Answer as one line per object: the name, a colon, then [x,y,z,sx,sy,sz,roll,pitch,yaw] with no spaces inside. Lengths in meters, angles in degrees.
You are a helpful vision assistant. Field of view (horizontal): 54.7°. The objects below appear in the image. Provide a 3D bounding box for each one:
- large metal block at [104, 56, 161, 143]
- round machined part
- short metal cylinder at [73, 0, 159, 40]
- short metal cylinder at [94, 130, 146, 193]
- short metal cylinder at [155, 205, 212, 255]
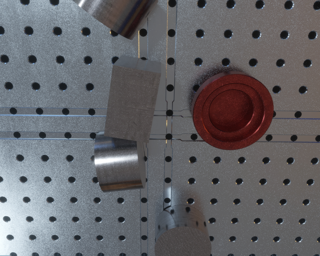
large metal block: [-0.031,-0.038,0.370,0.050,0.080,0.079,9,110,-4]
round machined part: [0.089,-0.024,0.396,0.099,0.042,0.097,0,110,0]
short metal cylinder: [-0.049,-0.140,0.332,0.080,0.080,0.050,34,107,-12]
short metal cylinder: [-0.049,0.040,0.398,0.050,0.080,0.079,-6,110,2]
short metal cylinder: [0.032,0.163,0.460,0.081,0.050,0.079,0,111,0]
